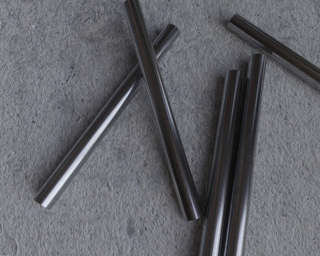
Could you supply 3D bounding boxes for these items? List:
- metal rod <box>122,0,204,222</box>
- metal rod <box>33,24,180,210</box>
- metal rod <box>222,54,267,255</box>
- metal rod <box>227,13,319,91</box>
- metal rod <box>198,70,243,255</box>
[{"bbox_3d":[0.000,-0.032,0.400,0.025,0.025,0.299,-15,78,-5],"label":"metal rod"},{"bbox_3d":[-0.061,-0.027,0.417,0.025,0.025,0.300,31,73,10],"label":"metal rod"},{"bbox_3d":[0.108,0.038,0.394,0.025,0.025,0.299,12,70,4],"label":"metal rod"},{"bbox_3d":[0.222,-0.069,0.434,0.300,0.025,0.025,40,75,13],"label":"metal rod"},{"bbox_3d":[0.074,0.062,0.385,0.025,0.025,0.299,11,70,4],"label":"metal rod"}]
